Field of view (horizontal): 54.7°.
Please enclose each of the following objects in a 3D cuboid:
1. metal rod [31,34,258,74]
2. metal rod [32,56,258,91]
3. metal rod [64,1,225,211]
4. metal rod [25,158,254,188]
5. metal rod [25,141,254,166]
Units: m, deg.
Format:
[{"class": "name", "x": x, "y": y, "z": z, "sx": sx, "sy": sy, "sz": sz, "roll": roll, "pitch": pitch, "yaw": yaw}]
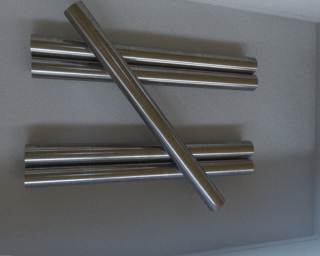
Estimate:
[{"class": "metal rod", "x": -0.005, "y": -0.093, "z": 0.406, "sx": 0.302, "sy": 0.025, "sz": 0.025, "roll": 1, "pitch": 90, "yaw": -20}, {"class": "metal rod", "x": -0.005, "y": -0.068, "z": 0.407, "sx": 0.302, "sy": 0.025, "sz": 0.025, "roll": 1, "pitch": 90, "yaw": -20}, {"class": "metal rod", "x": -0.011, "y": -0.017, "z": 0.379, "sx": 0.025, "sy": 0.025, "sz": 0.299, "roll": -40, "pitch": 103, "yaw": -16}, {"class": "metal rod", "x": -0.011, "y": 0.056, "z": 0.404, "sx": 0.302, "sy": 0.025, "sz": 0.025, "roll": 0, "pitch": 90, "yaw": -20}, {"class": "metal rod", "x": -0.011, "y": 0.031, "z": 0.404, "sx": 0.302, "sy": 0.025, "sz": 0.025, "roll": 0, "pitch": 90, "yaw": -20}]
